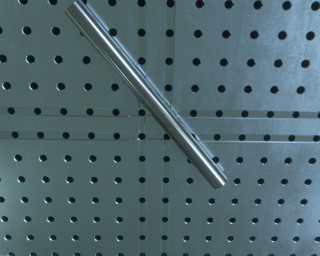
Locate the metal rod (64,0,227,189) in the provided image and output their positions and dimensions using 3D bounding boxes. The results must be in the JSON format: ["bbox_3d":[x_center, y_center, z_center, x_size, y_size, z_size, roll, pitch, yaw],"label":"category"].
[{"bbox_3d":[-0.008,-0.032,0.401,0.025,0.025,0.300,-37,107,12],"label":"metal rod"}]
